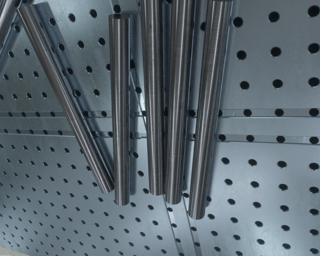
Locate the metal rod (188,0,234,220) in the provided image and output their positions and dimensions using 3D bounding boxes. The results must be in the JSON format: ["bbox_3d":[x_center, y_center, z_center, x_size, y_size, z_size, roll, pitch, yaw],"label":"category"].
[{"bbox_3d":[0.057,0.001,0.381,0.025,0.025,0.298,14,125,20],"label":"metal rod"}]

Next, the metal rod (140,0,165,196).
[{"bbox_3d":[-0.007,-0.033,0.394,0.025,0.025,0.298,12,124,21],"label":"metal rod"}]

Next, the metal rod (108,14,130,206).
[{"bbox_3d":[-0.055,-0.004,0.438,0.025,0.025,0.298,16,125,19],"label":"metal rod"}]

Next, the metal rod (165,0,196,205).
[{"bbox_3d":[0.022,-0.020,0.387,0.025,0.025,0.298,14,125,20],"label":"metal rod"}]

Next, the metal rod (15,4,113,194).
[{"bbox_3d":[-0.132,-0.028,0.464,0.025,0.025,0.299,-5,116,31],"label":"metal rod"}]

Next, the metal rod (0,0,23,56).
[{"bbox_3d":[-0.252,-0.123,0.468,0.025,0.025,0.299,46,129,-4],"label":"metal rod"}]
